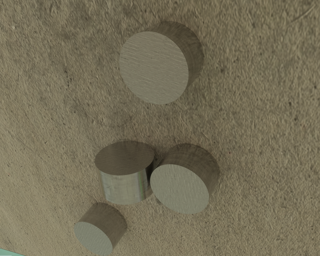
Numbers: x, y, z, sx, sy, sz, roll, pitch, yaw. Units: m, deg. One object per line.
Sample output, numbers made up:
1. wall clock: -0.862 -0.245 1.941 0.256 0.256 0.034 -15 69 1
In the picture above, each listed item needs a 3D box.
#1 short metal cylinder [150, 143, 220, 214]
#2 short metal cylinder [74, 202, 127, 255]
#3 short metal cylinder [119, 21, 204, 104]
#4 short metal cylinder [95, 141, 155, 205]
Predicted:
1. short metal cylinder: 0.034 0.067 0.414 0.080 0.050 0.079 13 124 21
2. short metal cylinder: -0.107 0.182 0.560 0.080 0.050 0.079 13 124 21
3. short metal cylinder: 0.003 -0.073 0.344 0.080 0.050 0.079 13 124 21
4. short metal cylinder: -0.047 0.060 0.433 0.080 0.080 0.050 11 123 22
